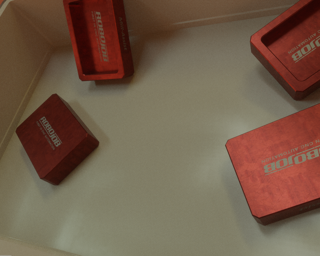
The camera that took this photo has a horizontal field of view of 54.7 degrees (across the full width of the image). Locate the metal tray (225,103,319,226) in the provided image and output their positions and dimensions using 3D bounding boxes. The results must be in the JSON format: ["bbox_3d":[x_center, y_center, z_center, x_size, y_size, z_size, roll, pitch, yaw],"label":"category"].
[{"bbox_3d":[0.142,0.032,0.308,0.130,0.030,0.090,-23,53,13],"label":"metal tray"}]

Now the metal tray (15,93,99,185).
[{"bbox_3d":[-0.161,0.013,0.477,0.090,0.030,0.130,-45,51,-3],"label":"metal tray"}]

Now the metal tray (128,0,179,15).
[{"bbox_3d":[-0.009,-0.277,0.578,0.090,0.030,0.130,-12,57,21],"label":"metal tray"}]

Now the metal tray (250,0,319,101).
[{"bbox_3d":[0.182,-0.104,0.351,0.130,0.030,0.090,-36,68,7],"label":"metal tray"}]

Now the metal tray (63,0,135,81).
[{"bbox_3d":[-0.095,-0.141,0.482,0.090,0.129,0.030,1,19,28],"label":"metal tray"}]
